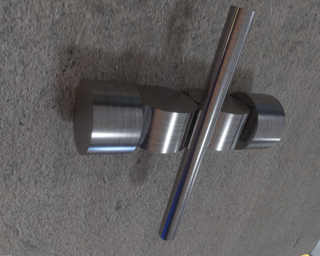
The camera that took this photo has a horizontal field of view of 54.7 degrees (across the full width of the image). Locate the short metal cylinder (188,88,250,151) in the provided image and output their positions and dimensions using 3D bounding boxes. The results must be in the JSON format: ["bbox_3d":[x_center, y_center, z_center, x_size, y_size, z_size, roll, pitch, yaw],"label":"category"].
[{"bbox_3d":[0.069,-0.013,0.402,0.081,0.080,0.050,1,118,-29],"label":"short metal cylinder"}]

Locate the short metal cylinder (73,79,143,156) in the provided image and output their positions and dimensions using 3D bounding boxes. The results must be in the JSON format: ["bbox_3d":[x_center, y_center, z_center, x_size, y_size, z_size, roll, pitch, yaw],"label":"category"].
[{"bbox_3d":[-0.059,-0.011,0.334,0.050,0.080,0.079,1,118,-29],"label":"short metal cylinder"}]

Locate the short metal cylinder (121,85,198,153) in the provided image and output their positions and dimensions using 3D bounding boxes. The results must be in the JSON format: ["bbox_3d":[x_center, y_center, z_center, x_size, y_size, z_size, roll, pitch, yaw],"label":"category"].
[{"bbox_3d":[-0.001,-0.013,0.364,0.081,0.080,0.050,1,118,-29],"label":"short metal cylinder"}]

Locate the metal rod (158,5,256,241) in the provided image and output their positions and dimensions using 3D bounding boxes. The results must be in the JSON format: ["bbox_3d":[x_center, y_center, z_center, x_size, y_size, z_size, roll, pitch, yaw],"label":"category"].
[{"bbox_3d":[0.045,0.014,0.362,0.025,0.025,0.298,1,118,-29],"label":"metal rod"}]

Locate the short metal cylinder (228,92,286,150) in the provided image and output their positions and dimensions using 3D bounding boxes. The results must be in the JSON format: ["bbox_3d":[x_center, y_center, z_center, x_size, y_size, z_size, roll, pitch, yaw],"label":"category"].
[{"bbox_3d":[0.126,-0.010,0.436,0.050,0.080,0.079,1,118,-29],"label":"short metal cylinder"}]
